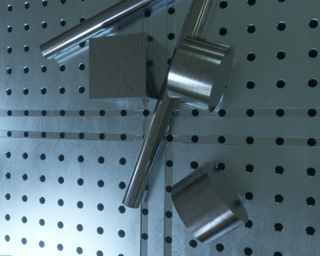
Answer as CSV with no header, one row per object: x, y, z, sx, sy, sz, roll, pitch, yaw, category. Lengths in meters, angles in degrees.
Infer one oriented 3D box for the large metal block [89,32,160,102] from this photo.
-0.047,-0.078,0.416,0.080,0.050,0.079,0,90,20,large metal block

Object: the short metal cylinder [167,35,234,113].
0.049,-0.064,0.366,0.050,0.080,0.080,21,97,19,short metal cylinder

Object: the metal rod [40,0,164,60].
-0.041,-0.167,0.426,0.300,0.025,0.025,-21,83,18,metal rod

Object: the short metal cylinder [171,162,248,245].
0.058,0.087,0.363,0.050,0.080,0.080,-38,78,16,short metal cylinder

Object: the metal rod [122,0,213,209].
0.009,-0.035,0.409,0.025,0.025,0.298,22,97,18,metal rod
